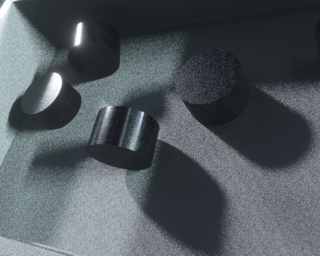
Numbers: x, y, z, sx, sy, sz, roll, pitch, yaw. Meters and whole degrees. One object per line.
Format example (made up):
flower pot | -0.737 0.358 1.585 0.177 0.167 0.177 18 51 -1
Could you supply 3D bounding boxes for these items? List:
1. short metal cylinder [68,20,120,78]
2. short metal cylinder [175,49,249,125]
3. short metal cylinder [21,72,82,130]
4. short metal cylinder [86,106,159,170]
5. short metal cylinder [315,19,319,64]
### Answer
short metal cylinder | -0.105 -0.127 0.504 0.080 0.080 0.050 -16 56 19
short metal cylinder | 0.066 -0.050 0.386 0.080 0.050 0.080 -13 56 21
short metal cylinder | -0.178 -0.044 0.511 0.080 0.050 0.080 -13 56 21
short metal cylinder | -0.045 0.015 0.385 0.080 0.080 0.050 -2 61 27
short metal cylinder | 0.206 -0.088 0.316 0.080 0.080 0.050 -7 59 24
